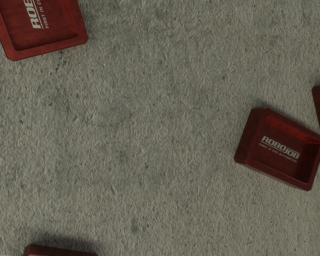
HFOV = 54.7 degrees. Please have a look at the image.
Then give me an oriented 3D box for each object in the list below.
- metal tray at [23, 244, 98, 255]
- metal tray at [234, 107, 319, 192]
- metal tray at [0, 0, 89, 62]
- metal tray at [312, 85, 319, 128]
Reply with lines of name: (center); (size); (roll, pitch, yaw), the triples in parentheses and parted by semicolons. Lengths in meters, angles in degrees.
metal tray: (-0.129, 0.210, 0.359); (0.091, 0.030, 0.129); (18, 84, -19)
metal tray: (0.186, 0.033, 0.474); (0.131, 0.030, 0.090); (24, 82, -19)
metal tray: (-0.142, -0.147, 0.336); (0.091, 0.030, 0.129); (-21, 112, -19)
metal tray: (0.313, -0.017, 0.522); (0.091, 0.030, 0.129); (-17, 96, -19)
